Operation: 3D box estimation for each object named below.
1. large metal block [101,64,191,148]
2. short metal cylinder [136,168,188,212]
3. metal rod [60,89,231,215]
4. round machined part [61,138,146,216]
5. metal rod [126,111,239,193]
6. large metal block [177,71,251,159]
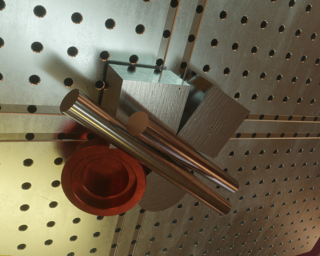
[{"bbox_3d":[-0.021,-0.024,0.360,0.081,0.050,0.079,1,118,-29],"label":"large metal block"},{"bbox_3d":[-0.004,0.068,0.429,0.081,0.050,0.079,-14,124,-21],"label":"short metal cylinder"},{"bbox_3d":[0.008,0.048,0.374,0.025,0.025,0.301,-47,130,5],"label":"metal rod"},{"bbox_3d":[-0.066,0.056,0.380,0.099,0.042,0.097,-1,113,-3],"label":"round machined part"},{"bbox_3d":[0.052,0.048,0.416,0.025,0.025,0.301,-48,144,5],"label":"metal rod"},{"bbox_3d":[0.058,-0.016,0.411,0.080,0.050,0.080,27,104,-38],"label":"large metal block"}]
